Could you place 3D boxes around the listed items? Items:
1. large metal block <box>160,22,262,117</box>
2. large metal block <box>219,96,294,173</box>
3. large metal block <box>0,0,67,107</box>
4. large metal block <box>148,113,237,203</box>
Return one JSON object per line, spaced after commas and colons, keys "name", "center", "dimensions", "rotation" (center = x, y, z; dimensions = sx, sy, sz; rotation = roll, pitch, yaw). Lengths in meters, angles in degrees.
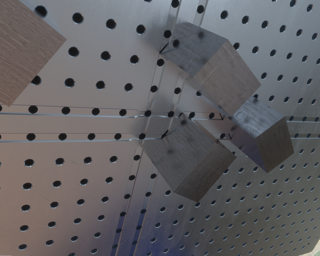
{"name": "large metal block", "center": [0.058, -0.069, 0.364], "dimensions": [0.050, 0.080, 0.080], "rotation": [-48, 129, 5]}
{"name": "large metal block", "center": [0.142, 0.006, 0.456], "dimensions": [0.050, 0.080, 0.080], "rotation": [-36, 129, -4]}
{"name": "large metal block", "center": [-0.143, -0.079, 0.268], "dimensions": [0.080, 0.050, 0.080], "rotation": [-48, 129, 5]}
{"name": "large metal block", "center": [0.041, 0.039, 0.422], "dimensions": [0.050, 0.080, 0.080], "rotation": [32, 101, -38]}
